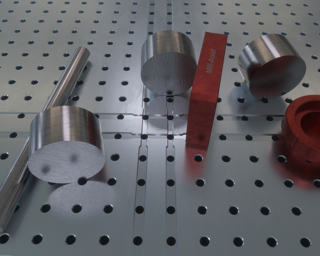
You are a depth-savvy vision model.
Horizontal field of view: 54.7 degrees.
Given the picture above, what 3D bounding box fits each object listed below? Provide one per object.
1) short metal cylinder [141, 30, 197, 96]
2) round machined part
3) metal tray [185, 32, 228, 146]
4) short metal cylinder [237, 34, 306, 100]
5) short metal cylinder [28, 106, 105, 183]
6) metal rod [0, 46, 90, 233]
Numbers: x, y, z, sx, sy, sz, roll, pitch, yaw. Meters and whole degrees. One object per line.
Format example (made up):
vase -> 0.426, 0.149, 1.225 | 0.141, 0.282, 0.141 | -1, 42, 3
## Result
short metal cylinder -> 0.013, -0.093, 0.450 | 0.081, 0.080, 0.050 | -1, 50, -1
round machined part -> 0.204, 0.007, 0.392 | 0.099, 0.042, 0.098 | 0, 50, 0
metal tray -> 0.062, -0.053, 0.409 | 0.030, 0.090, 0.130 | 10, 51, 8
short metal cylinder -> 0.159, -0.087, 0.446 | 0.081, 0.080, 0.050 | -8, 51, -7
short metal cylinder -> -0.106, 0.020, 0.354 | 0.081, 0.080, 0.050 | -10, 51, -8
metal rod -> -0.150, -0.011, 0.415 | 0.025, 0.025, 0.300 | 7, 50, 6
